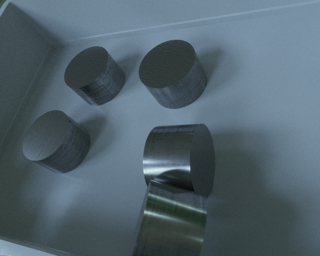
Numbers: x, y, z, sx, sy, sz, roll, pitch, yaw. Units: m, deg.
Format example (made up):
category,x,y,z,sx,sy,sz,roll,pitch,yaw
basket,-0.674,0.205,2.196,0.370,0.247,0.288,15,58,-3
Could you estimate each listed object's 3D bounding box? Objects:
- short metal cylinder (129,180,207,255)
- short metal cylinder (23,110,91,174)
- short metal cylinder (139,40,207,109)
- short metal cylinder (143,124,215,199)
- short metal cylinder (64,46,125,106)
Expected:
category,x,y,z,sx,sy,sz,roll,pitch,yaw
short metal cylinder,0.005,0.092,0.278,0.050,0.080,0.080,16,66,-2
short metal cylinder,-0.151,0.021,0.454,0.080,0.050,0.080,-13,56,20
short metal cylinder,0.018,-0.073,0.424,0.080,0.050,0.080,-13,56,20
short metal cylinder,0.023,0.036,0.335,0.050,0.080,0.080,-3,61,26
short metal cylinder,-0.103,-0.082,0.492,0.080,0.050,0.080,-13,56,20
